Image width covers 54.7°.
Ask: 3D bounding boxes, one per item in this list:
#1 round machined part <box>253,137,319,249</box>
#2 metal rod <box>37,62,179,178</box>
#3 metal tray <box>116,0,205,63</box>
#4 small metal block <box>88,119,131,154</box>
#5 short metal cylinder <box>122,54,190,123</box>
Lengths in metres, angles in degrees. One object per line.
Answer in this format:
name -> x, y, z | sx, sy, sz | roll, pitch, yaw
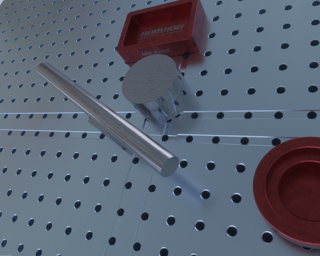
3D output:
round machined part -> 0.140, 0.060, 0.287 | 0.098, 0.042, 0.098 | -13, 56, 20
metal rod -> -0.088, -0.027, 0.404 | 0.300, 0.025, 0.025 | 34, 81, 38
metal tray -> 0.001, -0.157, 0.499 | 0.130, 0.030, 0.090 | -3, 60, 26
small metal block -> -0.062, 0.004, 0.421 | 0.050, 0.050, 0.025 | 31, 79, 37
short metal cylinder -> -0.005, -0.054, 0.427 | 0.080, 0.050, 0.080 | -13, 56, 20
